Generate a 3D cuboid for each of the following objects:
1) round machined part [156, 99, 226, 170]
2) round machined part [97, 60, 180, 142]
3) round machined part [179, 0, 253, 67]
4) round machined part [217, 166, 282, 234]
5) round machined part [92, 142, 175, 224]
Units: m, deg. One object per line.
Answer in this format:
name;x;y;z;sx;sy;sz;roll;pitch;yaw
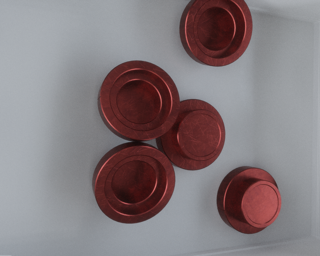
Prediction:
round machined part;0.047;0.009;0.420;0.099;0.042;0.097;0;90;-20
round machined part;-0.029;-0.031;0.386;0.099;0.042;0.097;3;80;-20
round machined part;0.072;-0.134;0.421;0.099;0.042;0.097;-5;106;-18
round machined part;0.137;0.107;0.454;0.099;0.042;0.097;0;90;-21
round machined part;-0.034;0.064;0.383;0.099;0.042;0.097;-5;104;-20
